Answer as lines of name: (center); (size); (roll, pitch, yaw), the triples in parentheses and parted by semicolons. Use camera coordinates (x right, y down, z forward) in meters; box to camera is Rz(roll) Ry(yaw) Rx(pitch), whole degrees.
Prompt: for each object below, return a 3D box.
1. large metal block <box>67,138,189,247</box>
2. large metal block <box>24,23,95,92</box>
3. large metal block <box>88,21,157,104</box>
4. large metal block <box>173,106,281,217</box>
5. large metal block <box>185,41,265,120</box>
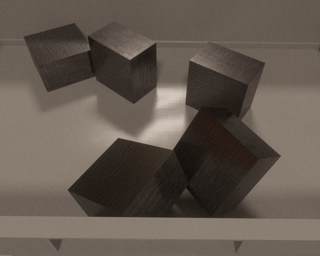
large metal block: (-0.031, 0.061, 0.319); (0.080, 0.050, 0.080); (10, 46, 39)
large metal block: (-0.153, -0.111, 0.480); (0.081, 0.050, 0.080); (-23, 54, -19)
large metal block: (-0.052, -0.094, 0.448); (0.080, 0.080, 0.050); (33, 58, 24)
large metal block: (0.064, 0.034, 0.333); (0.050, 0.080, 0.080); (1, 39, -48)
large metal block: (0.084, -0.058, 0.419); (0.080, 0.080, 0.050); (28, 55, 21)
